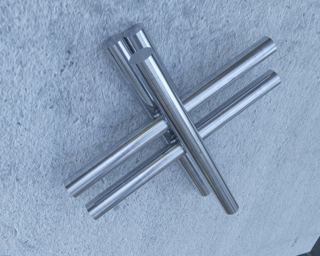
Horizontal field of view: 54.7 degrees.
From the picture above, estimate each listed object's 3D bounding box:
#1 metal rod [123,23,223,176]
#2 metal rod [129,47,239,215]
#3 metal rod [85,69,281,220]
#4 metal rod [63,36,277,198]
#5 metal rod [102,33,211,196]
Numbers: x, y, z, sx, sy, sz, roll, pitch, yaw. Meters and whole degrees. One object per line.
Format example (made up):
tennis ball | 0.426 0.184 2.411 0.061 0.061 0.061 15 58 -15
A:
metal rod | 0.034 -0.007 0.424 0.025 0.025 0.299 -36 130 -4
metal rod | 0.046 0.028 0.387 0.025 0.025 0.299 -37 130 -4
metal rod | 0.033 0.019 0.408 0.301 0.025 0.025 -36 130 -5
metal rod | 0.016 -0.016 0.376 0.301 0.025 0.025 -36 130 -5
metal rod | 0.012 0.006 0.420 0.025 0.025 0.299 -36 130 -4
